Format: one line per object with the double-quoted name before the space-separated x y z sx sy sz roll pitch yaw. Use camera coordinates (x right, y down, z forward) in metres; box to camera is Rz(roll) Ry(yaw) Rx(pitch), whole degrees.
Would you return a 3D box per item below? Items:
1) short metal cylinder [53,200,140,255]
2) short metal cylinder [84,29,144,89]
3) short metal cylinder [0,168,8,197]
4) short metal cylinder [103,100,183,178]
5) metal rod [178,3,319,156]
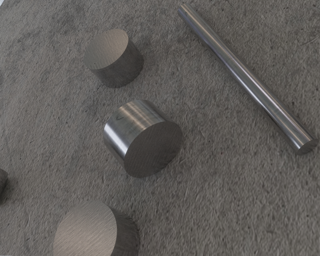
"short metal cylinder" -0.070 0.127 0.346 0.080 0.050 0.080 -13 56 21
"short metal cylinder" -0.073 -0.110 0.494 0.080 0.050 0.080 -13 56 21
"short metal cylinder" -0.279 0.084 0.464 0.080 0.080 0.050 -6 59 25
"short metal cylinder" -0.020 0.013 0.371 0.080 0.080 0.050 -45 51 -3
"metal rod" 0.095 -0.085 0.405 0.025 0.025 0.300 -33 51 7
